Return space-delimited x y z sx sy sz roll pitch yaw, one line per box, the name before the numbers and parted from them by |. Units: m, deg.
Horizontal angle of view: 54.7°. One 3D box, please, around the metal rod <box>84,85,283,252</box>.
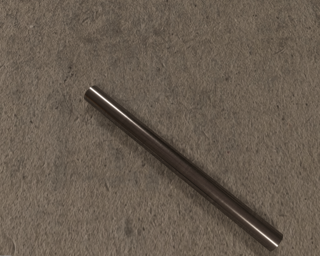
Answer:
metal rod | 0.020 0.043 0.392 0.300 0.025 0.025 38 74 12
